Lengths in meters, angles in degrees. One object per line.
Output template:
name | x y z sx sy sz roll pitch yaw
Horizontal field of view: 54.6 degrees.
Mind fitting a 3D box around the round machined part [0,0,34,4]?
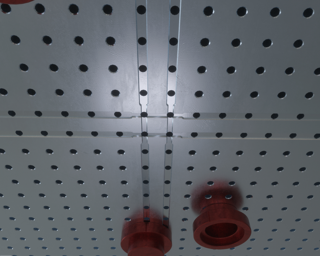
round machined part | -0.131 -0.161 0.262 0.099 0.042 0.097 0 130 0

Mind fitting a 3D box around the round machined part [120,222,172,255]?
round machined part | -0.026 0.225 0.591 0.099 0.042 0.097 0 130 0

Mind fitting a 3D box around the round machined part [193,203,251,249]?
round machined part | 0.106 0.169 0.545 0.099 0.042 0.097 0 130 0
